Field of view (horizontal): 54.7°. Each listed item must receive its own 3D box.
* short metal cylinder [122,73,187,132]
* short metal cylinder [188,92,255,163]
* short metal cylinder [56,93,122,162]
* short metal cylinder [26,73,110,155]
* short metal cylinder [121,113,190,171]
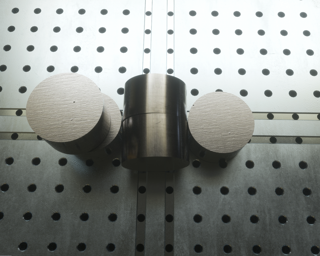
[{"bbox_3d":[-0.006,-0.028,0.393,0.081,0.080,0.050,1,71,0],"label":"short metal cylinder"},{"bbox_3d":[0.074,0.000,0.398,0.081,0.050,0.080,0,70,0],"label":"short metal cylinder"},{"bbox_3d":[-0.087,-0.001,0.398,0.081,0.050,0.080,0,70,0],"label":"short metal cylinder"},{"bbox_3d":[-0.100,-0.015,0.348,0.081,0.050,0.080,0,70,0],"label":"short metal cylinder"},{"bbox_3d":[-0.006,0.020,0.375,0.081,0.080,0.050,-1,70,-1],"label":"short metal cylinder"}]
